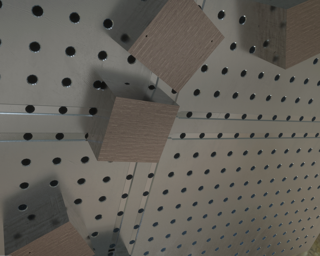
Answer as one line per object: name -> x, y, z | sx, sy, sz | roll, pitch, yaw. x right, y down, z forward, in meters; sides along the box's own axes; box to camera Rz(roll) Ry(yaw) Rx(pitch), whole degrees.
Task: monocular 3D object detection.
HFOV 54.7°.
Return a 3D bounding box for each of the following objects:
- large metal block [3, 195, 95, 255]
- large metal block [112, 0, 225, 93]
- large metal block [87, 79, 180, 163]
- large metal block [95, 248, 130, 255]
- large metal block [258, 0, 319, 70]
large metal block -> -0.144, 0.149, 0.409 | 0.080, 0.050, 0.080 | -28, 128, -11
large metal block -> 0.009, -0.099, 0.340 | 0.080, 0.050, 0.080 | 34, 99, -39
large metal block -> -0.034, -0.006, 0.374 | 0.081, 0.050, 0.079 | 6, 116, -32
large metal block -> -0.090, 0.251, 0.502 | 0.081, 0.050, 0.079 | -1, 119, -28
large metal block -> 0.181, -0.136, 0.412 | 0.080, 0.050, 0.080 | -26, 128, -13
